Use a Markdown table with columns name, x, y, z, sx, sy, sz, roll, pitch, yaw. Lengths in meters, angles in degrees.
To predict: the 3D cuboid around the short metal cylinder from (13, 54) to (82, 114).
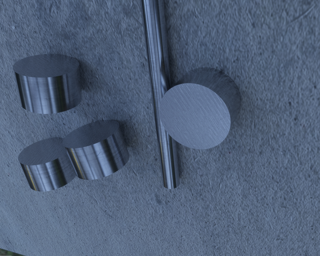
| name | x | y | z | sx | sy | sz | roll | pitch | yaw |
| --- | --- | --- | --- | --- | --- | --- | --- | --- | --- |
| short metal cylinder | -0.147 | -0.060 | 0.411 | 0.080 | 0.080 | 0.050 | 17 | 125 | 19 |

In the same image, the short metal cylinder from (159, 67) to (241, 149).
| name | x | y | z | sx | sy | sz | roll | pitch | yaw |
| --- | --- | --- | --- | --- | --- | --- | --- | --- | --- |
| short metal cylinder | 0.046 | -0.023 | 0.352 | 0.080 | 0.050 | 0.079 | 13 | 124 | 21 |

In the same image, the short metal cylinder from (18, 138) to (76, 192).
| name | x | y | z | sx | sy | sz | roll | pitch | yaw |
| --- | --- | --- | --- | --- | --- | --- | --- | --- | --- |
| short metal cylinder | -0.179 | 0.057 | 0.501 | 0.080 | 0.080 | 0.050 | 6 | 121 | 25 |

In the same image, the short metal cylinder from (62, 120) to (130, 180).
| name | x | y | z | sx | sy | sz | roll | pitch | yaw |
| --- | --- | --- | --- | --- | --- | --- | --- | --- | --- |
| short metal cylinder | -0.089 | 0.029 | 0.436 | 0.080 | 0.080 | 0.050 | -1 | 118 | 29 |

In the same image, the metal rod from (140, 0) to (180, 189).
| name | x | y | z | sx | sy | sz | roll | pitch | yaw |
| --- | --- | --- | --- | --- | --- | --- | --- | --- | --- |
| metal rod | 0.001 | -0.050 | 0.375 | 0.025 | 0.025 | 0.298 | 8 | 122 | 24 |
